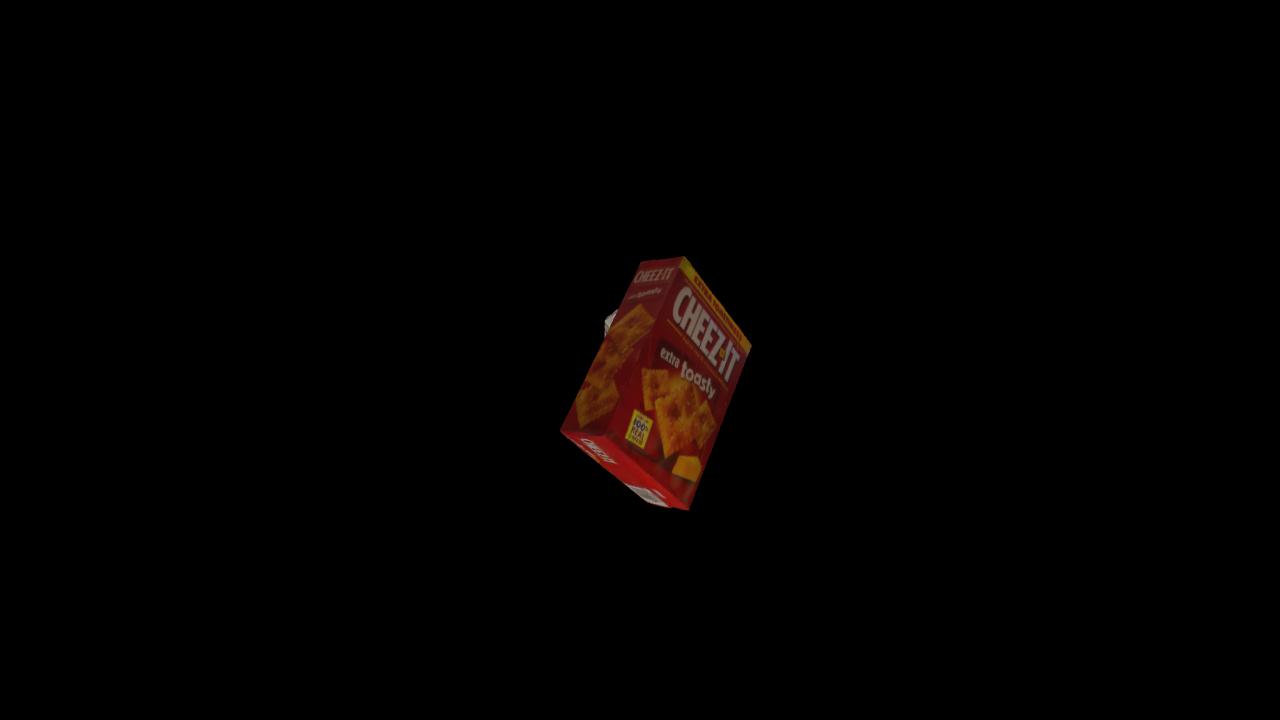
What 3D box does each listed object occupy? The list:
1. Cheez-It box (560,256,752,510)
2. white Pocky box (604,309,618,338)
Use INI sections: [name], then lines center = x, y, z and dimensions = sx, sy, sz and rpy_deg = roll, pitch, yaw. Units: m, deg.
[Cheez-It box]
center = 0.028, 0.025, 0.667
dimensions = 0.071, 0.223, 0.166
rpy_deg = 0, -35, 41
[white Pocky box]
center = -0.009, -0.009, 0.732
dimensions = 0.028, 0.084, 0.154
rpy_deg = -38, -4, -7
